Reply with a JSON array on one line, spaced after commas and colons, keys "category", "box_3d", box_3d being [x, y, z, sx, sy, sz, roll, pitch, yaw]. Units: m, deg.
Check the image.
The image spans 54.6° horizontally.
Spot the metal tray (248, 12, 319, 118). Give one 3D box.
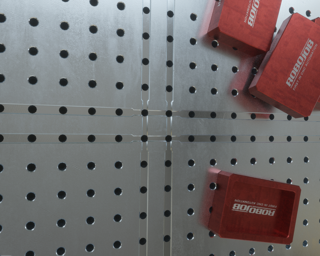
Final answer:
[{"category": "metal tray", "box_3d": [0.202, -0.091, 0.458, 0.090, 0.030, 0.130, 28, 85, -3]}]

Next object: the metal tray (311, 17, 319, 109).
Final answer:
[{"category": "metal tray", "box_3d": [0.265, -0.102, 0.506, 0.091, 0.030, 0.129, 15, 85, -20]}]

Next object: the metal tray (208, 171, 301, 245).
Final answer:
[{"category": "metal tray", "box_3d": [0.143, 0.120, 0.462, 0.131, 0.030, 0.090, 13, 86, -20]}]

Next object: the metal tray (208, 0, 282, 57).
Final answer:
[{"category": "metal tray", "box_3d": [0.131, -0.183, 0.457, 0.091, 0.030, 0.130, 17, 84, -19]}]
